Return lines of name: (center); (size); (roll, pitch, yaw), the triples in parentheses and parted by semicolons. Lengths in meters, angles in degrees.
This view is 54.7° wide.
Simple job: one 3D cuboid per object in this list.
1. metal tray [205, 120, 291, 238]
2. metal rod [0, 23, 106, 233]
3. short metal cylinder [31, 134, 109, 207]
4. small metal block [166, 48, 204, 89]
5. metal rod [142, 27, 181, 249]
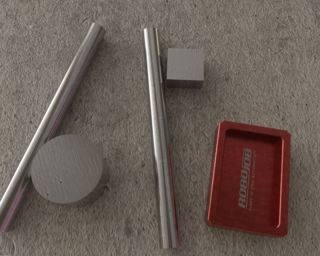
metal tray: (0.109, 0.061, 0.384); (0.091, 0.030, 0.130); (10, 70, 3)
metal rod: (-0.141, -0.015, 0.411); (0.025, 0.025, 0.299); (18, 71, 6)
short metal cylinder: (-0.105, 0.053, 0.374); (0.081, 0.050, 0.080); (0, 70, 0)
small metal block: (0.035, -0.084, 0.439); (0.050, 0.025, 0.050); (2, 70, 0)
metal rod: (-0.001, -0.002, 0.408); (0.025, 0.025, 0.299); (-5, 70, -2)
